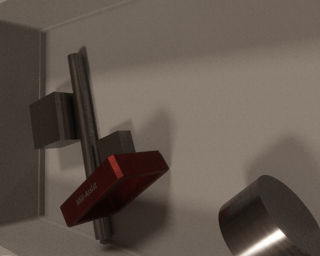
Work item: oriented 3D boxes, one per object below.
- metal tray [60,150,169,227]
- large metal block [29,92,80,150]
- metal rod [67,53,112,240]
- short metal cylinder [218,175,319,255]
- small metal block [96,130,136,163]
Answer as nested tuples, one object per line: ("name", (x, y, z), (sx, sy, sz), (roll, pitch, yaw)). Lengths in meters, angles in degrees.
("metal tray", (-0.061, 0.081, 0.412), (0.129, 0.091, 0.030), (-44, 64, 30))
("large metal block", (-0.177, -0.011, 0.533), (0.080, 0.050, 0.080), (-17, 79, 38))
("metal rod", (-0.114, 0.024, 0.498), (0.025, 0.025, 0.298), (-18, 79, 38))
("short metal cylinder", (0.102, 0.091, 0.286), (0.050, 0.081, 0.080), (-48, 62, 29))
("small metal block", (-0.064, 0.035, 0.457), (0.050, 0.025, 0.050), (-23, 75, 37))
